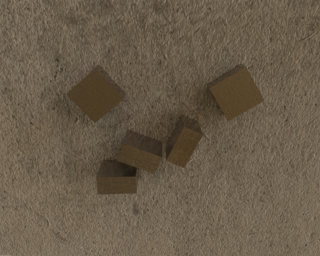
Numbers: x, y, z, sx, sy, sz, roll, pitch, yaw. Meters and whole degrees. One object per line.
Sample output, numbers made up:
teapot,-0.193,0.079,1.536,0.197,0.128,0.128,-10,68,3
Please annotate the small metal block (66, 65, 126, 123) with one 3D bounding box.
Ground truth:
small metal block,-0.080,-0.043,0.393,0.050,0.025,0.050,-39,106,13

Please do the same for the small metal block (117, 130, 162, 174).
small metal block,-0.025,0.030,0.407,0.050,0.050,0.025,20,109,-8

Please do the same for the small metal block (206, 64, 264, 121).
small metal block,0.095,-0.045,0.394,0.050,0.025,0.050,-31,108,10

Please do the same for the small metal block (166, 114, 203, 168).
small metal block,0.030,0.016,0.402,0.025,0.050,0.050,24,108,-9

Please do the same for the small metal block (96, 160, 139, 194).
small metal block,-0.056,0.065,0.420,0.050,0.050,0.025,-1,110,0
